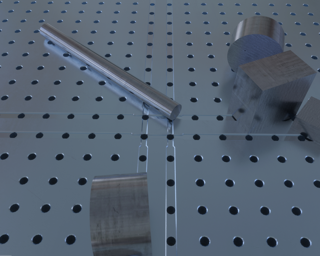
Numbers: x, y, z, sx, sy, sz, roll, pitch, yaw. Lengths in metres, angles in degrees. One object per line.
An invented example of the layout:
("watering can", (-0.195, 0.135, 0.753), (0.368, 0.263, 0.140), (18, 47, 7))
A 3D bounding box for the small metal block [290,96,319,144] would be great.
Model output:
("small metal block", (0.213, -0.009, 0.417), (0.050, 0.025, 0.050), (33, 57, 24))

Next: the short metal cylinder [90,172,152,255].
("short metal cylinder", (-0.035, 0.085, 0.300), (0.050, 0.080, 0.080), (-4, 50, -3))

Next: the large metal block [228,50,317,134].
("large metal block", (0.145, -0.047, 0.412), (0.081, 0.080, 0.050), (-19, 53, -15))

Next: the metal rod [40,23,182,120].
("metal rod", (-0.091, -0.098, 0.489), (0.300, 0.025, 0.025), (34, 58, 25))

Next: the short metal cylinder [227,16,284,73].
("short metal cylinder", (0.148, -0.123, 0.476), (0.080, 0.080, 0.050), (13, 51, 10))
